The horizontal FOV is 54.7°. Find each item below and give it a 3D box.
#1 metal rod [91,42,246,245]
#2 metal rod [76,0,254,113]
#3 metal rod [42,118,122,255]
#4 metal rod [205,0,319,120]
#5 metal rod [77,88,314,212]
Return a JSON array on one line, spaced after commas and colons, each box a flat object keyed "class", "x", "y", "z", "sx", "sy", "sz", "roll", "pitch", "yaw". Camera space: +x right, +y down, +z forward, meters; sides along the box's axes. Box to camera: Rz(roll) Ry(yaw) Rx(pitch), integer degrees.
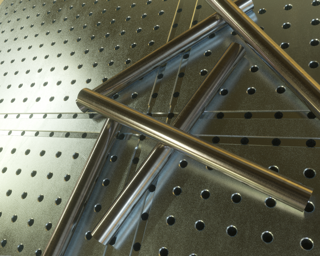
[{"class": "metal rod", "x": 0.017, "y": 0.012, "z": 0.390, "sx": 0.025, "sy": 0.025, "sz": 0.300, "roll": 29, "pitch": 77, "yaw": 37}, {"class": "metal rod", "x": 0.002, "y": -0.110, "z": 0.472, "sx": 0.300, "sy": 0.025, "sz": 0.025, "roll": -30, "pitch": 52, "yaw": 8}, {"class": "metal rod", "x": -0.108, "y": 0.100, "z": 0.401, "sx": 0.025, "sy": 0.025, "sz": 0.300, "roll": 8, "pitch": 66, "yaw": 31}, {"class": "metal rod", "x": 0.124, "y": -0.109, "z": 0.389, "sx": 0.025, "sy": 0.025, "sz": 0.299, "roll": -33, "pitch": 58, "yaw": 6}, {"class": "metal rod", "x": 0.018, "y": 0.013, "z": 0.360, "sx": 0.300, "sy": 0.025, "sz": 0.025, "roll": 25, "pitch": 75, "yaw": 26}]
